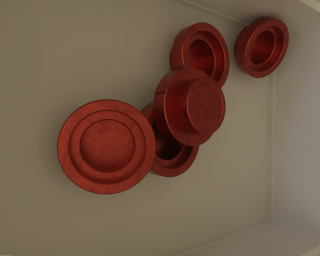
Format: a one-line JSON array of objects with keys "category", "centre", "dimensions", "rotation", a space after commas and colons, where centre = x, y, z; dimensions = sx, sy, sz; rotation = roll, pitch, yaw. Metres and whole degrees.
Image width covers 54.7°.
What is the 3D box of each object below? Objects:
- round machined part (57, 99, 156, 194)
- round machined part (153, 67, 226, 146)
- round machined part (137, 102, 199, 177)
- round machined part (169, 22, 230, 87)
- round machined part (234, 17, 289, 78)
[{"category": "round machined part", "centre": [-0.056, 0.018, 0.332], "dimensions": [0.099, 0.042, 0.097], "rotation": [-1, 96, -11]}, {"category": "round machined part", "centre": [0.043, -0.026, 0.379], "dimensions": [0.099, 0.042, 0.097], "rotation": [0, 90, -40]}, {"category": "round machined part", "centre": [0.003, 0.012, 0.400], "dimensions": [0.099, 0.042, 0.097], "rotation": [0, 90, -40]}, {"category": "round machined part", "centre": [0.052, -0.096, 0.441], "dimensions": [0.099, 0.042, 0.097], "rotation": [0, 90, -40]}, {"category": "round machined part", "centre": [0.165, -0.137, 0.520], "dimensions": [0.099, 0.042, 0.097], "rotation": [-17, 125, -25]}]
